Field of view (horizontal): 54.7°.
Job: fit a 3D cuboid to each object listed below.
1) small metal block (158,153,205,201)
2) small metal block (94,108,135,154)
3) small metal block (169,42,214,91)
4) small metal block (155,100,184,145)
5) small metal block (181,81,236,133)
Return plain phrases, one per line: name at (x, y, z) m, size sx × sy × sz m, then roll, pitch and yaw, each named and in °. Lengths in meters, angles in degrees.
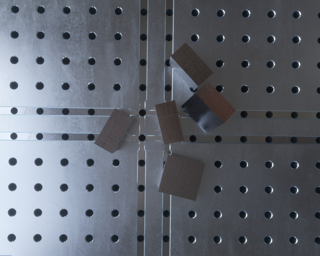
small metal block at (0.028, 0.065, 0.414) m, size 0.050 × 0.025 × 0.050 m, roll 15°, pitch 90°, yaw -1°
small metal block at (-0.056, 0.003, 0.400) m, size 0.025 × 0.050 × 0.050 m, roll 30°, pitch 90°, yaw 0°
small metal block at (0.039, -0.078, 0.401) m, size 0.025 × 0.050 × 0.050 m, roll -42°, pitch 91°, yaw 0°
small metal block at (0.011, -0.007, 0.401) m, size 0.025 × 0.050 × 0.050 m, roll -13°, pitch 90°, yaw 0°
small metal block at (0.061, -0.026, 0.399) m, size 0.050 × 0.050 × 0.025 m, roll 46°, pitch 68°, yaw -1°
